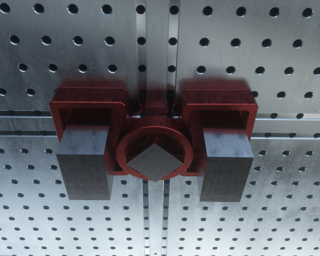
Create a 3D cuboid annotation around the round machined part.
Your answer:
[{"bbox_3d":[-0.007,0.022,0.407,0.099,0.042,0.097,0,130,0],"label":"round machined part"}]

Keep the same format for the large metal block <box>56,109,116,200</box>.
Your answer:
[{"bbox_3d":[-0.086,0.033,0.385,0.050,0.080,0.079,1,130,-1],"label":"large metal block"}]

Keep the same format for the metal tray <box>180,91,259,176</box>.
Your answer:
[{"bbox_3d":[0.072,0.012,0.418,0.091,0.030,0.129,0,130,0],"label":"metal tray"}]

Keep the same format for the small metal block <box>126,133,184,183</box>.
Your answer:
[{"bbox_3d":[-0.006,0.036,0.389,0.050,0.025,0.050,37,121,-27],"label":"small metal block"}]

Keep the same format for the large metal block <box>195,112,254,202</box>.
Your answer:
[{"bbox_3d":[0.075,0.036,0.389,0.050,0.080,0.079,1,130,-1],"label":"large metal block"}]

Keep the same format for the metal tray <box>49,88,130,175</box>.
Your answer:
[{"bbox_3d":[-0.086,0.010,0.414,0.091,0.030,0.129,0,130,-1],"label":"metal tray"}]
